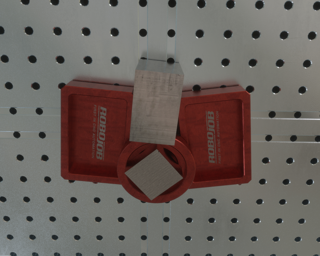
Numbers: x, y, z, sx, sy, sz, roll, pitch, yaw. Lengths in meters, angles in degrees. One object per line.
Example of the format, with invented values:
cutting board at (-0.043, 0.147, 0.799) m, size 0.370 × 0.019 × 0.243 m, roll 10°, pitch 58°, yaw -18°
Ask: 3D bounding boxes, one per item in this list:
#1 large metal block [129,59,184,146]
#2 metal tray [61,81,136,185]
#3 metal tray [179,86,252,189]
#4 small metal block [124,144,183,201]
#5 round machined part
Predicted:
large metal block at (-0.005, -0.034, 0.367) m, size 0.050 × 0.080 × 0.079 m, roll 6°, pitch 110°, yaw -2°
metal tray at (-0.081, 0.008, 0.409) m, size 0.091 × 0.030 × 0.129 m, roll 6°, pitch 110°, yaw -3°
metal tray at (0.072, 0.014, 0.412) m, size 0.091 × 0.030 × 0.129 m, roll -6°, pitch 110°, yaw 2°
small metal block at (-0.007, 0.053, 0.384) m, size 0.050 × 0.025 × 0.050 m, roll -37°, pitch 106°, yaw 12°
round machined part at (-0.004, 0.046, 0.407) m, size 0.099 × 0.042 × 0.097 m, roll 0°, pitch 110°, yaw 0°
